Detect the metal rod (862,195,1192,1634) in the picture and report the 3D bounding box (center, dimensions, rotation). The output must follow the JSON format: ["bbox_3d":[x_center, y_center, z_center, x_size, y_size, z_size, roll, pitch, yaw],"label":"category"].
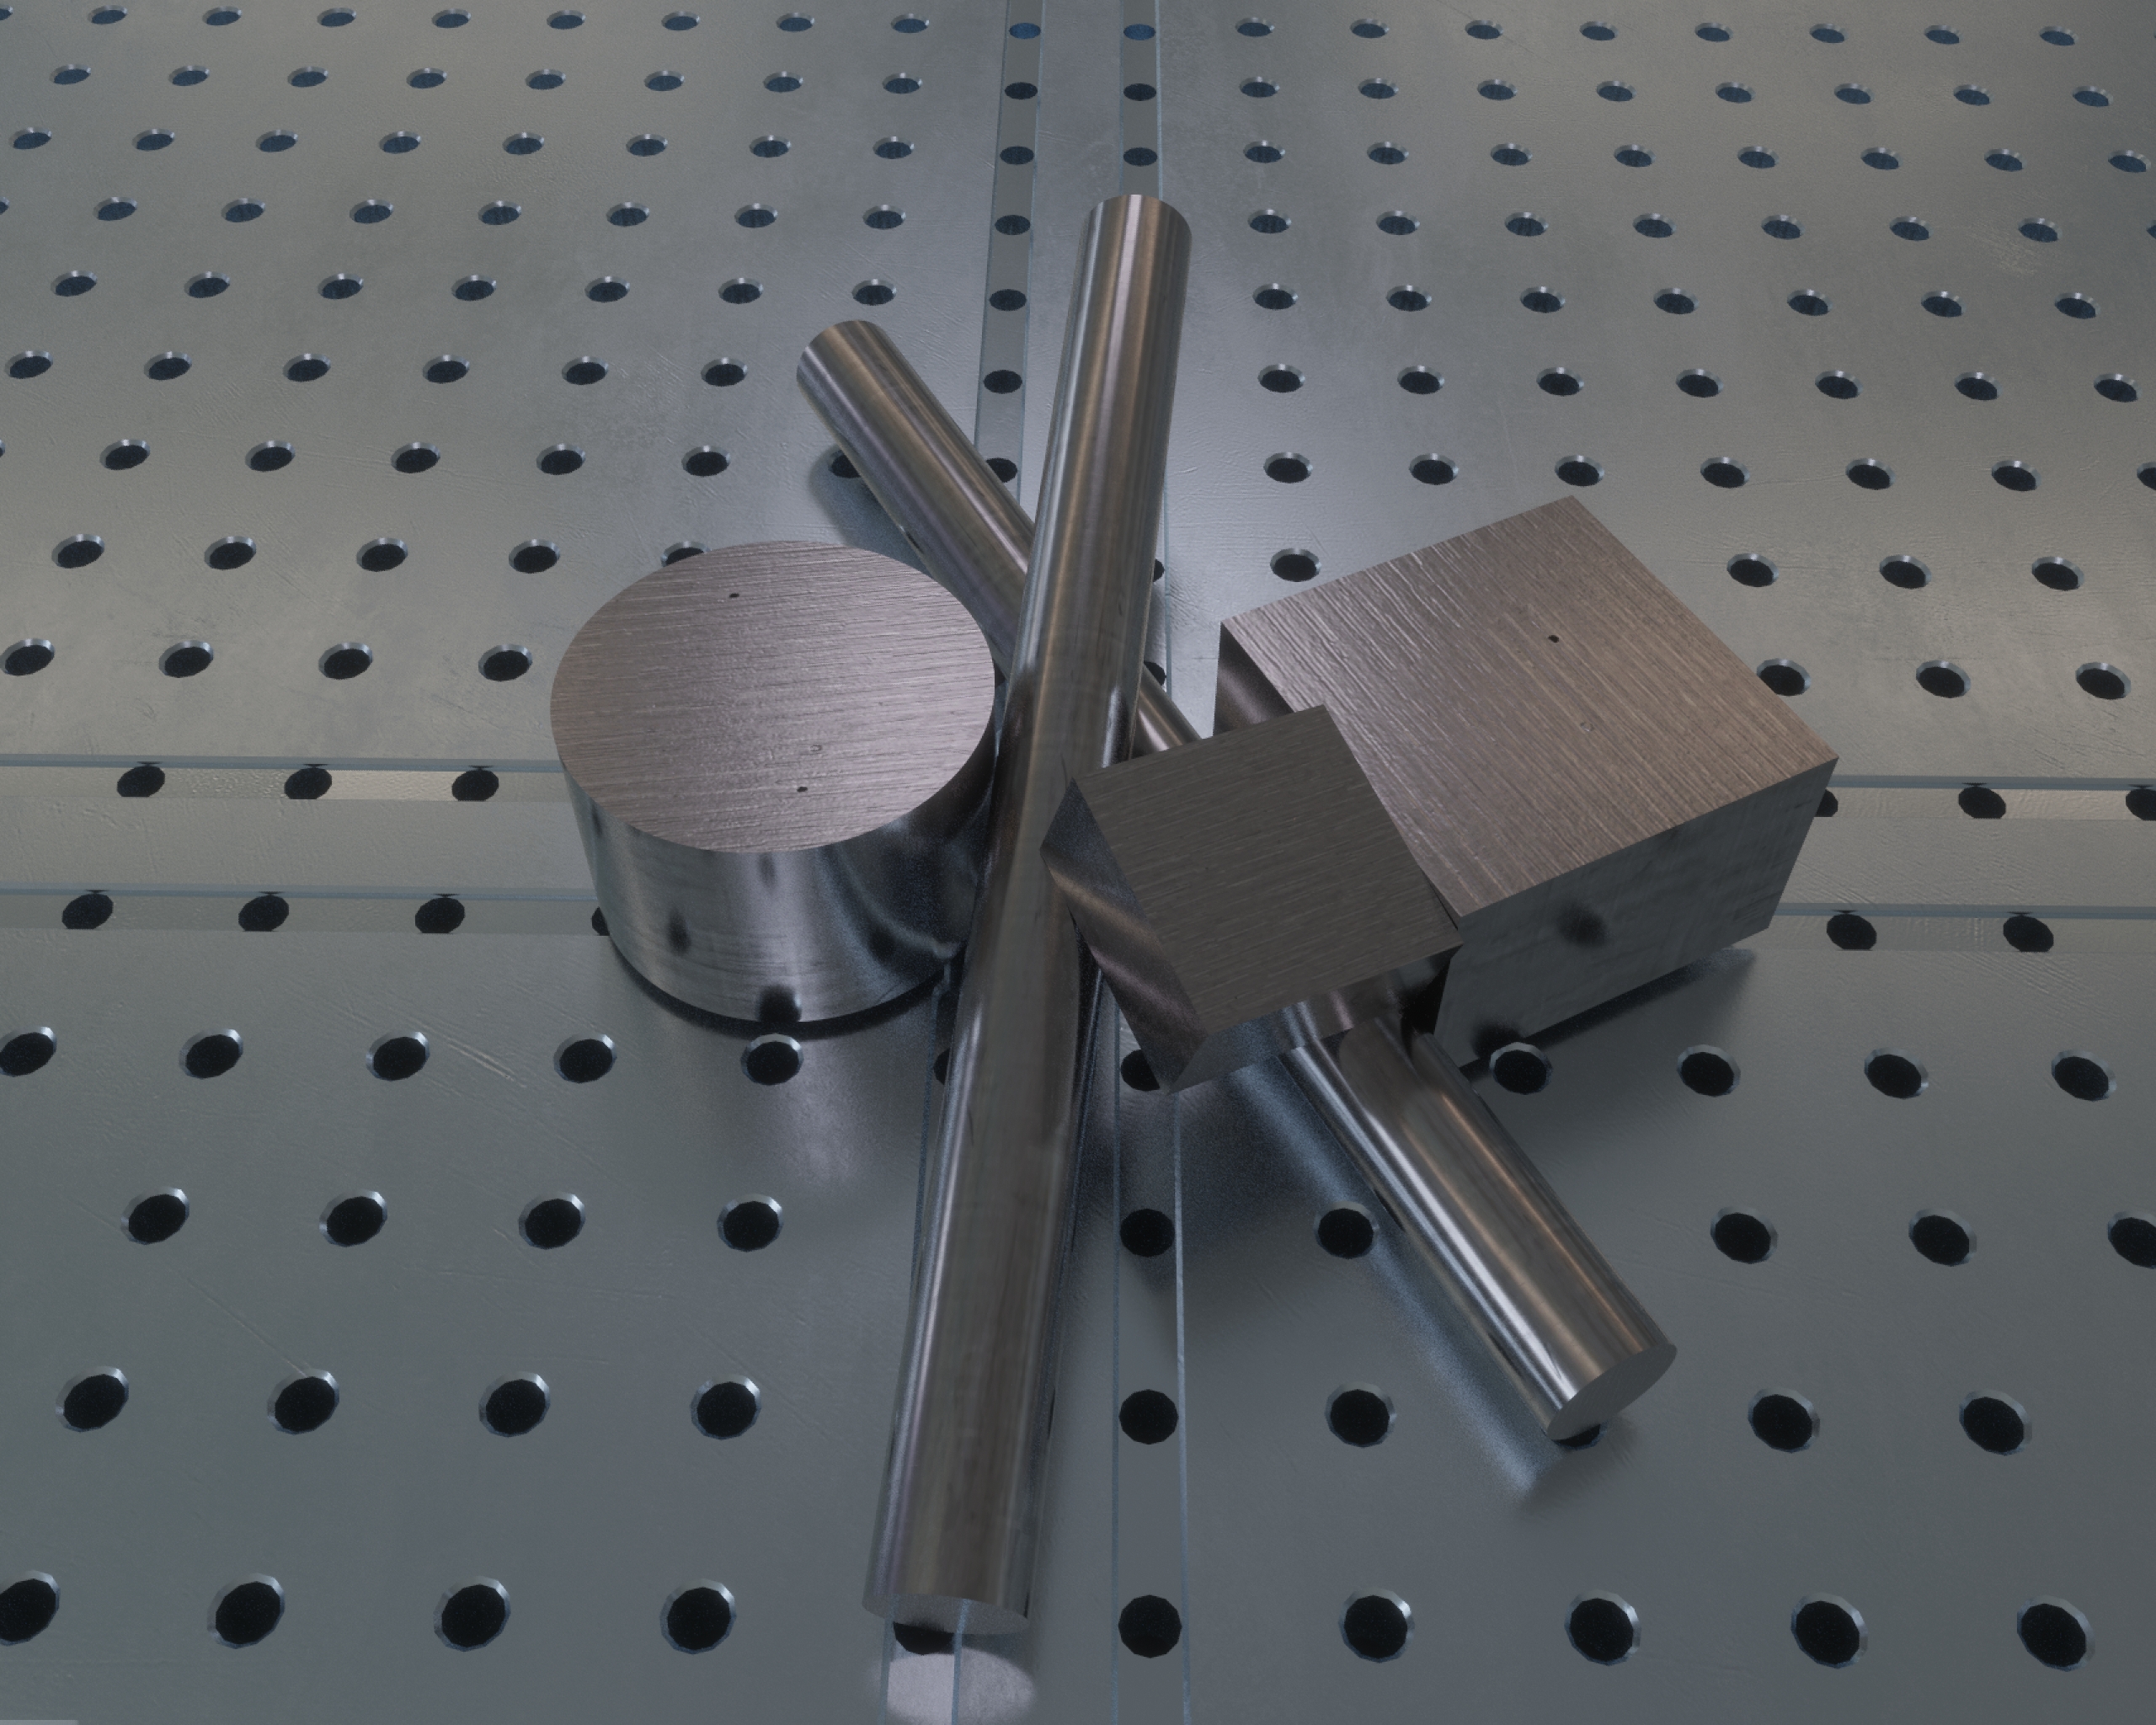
[{"bbox_3d":[-0.003,-0.014,0.389,0.025,0.025,0.300,5,58,4],"label":"metal rod"}]

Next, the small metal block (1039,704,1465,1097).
[{"bbox_3d":[0.029,0.006,0.357,0.050,0.025,0.050,-17,67,-24],"label":"small metal block"}]

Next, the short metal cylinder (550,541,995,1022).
[{"bbox_3d":[-0.056,-0.016,0.400,0.081,0.050,0.080,1,50,0],"label":"short metal cylinder"}]

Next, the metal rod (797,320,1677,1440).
[{"bbox_3d":[0.015,-0.017,0.417,0.025,0.025,0.300,-22,54,-18],"label":"metal rod"}]

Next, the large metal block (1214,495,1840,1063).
[{"bbox_3d":[0.081,-0.016,0.400,0.081,0.050,0.080,-21,53,-17],"label":"large metal block"}]
